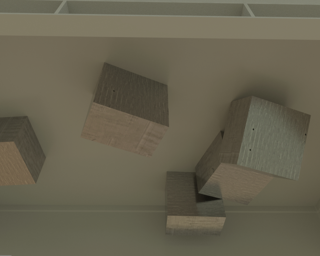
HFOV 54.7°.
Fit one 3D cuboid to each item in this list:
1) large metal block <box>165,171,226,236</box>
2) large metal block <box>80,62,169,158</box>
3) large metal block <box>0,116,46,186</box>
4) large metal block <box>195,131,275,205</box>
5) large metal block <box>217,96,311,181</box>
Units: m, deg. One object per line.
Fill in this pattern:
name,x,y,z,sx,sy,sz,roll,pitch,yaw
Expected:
large metal block,0.049,0.114,0.470,0.081,0.080,0.050,2,130,-2
large metal block,-0.038,-0.021,0.354,0.081,0.080,0.050,18,128,-15
large metal block,-0.213,0.032,0.418,0.080,0.050,0.080,-3,130,2
large metal block,0.106,0.059,0.444,0.081,0.050,0.079,17,128,-14
large metal block,0.126,0.014,0.378,0.081,0.080,0.050,16,173,-13
